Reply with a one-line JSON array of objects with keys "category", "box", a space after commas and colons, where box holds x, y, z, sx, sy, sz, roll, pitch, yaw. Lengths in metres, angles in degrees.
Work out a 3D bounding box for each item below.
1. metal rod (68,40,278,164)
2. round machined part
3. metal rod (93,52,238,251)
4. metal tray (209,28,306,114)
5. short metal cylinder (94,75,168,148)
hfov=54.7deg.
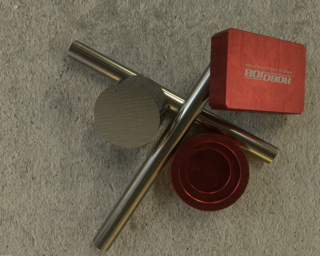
[{"category": "metal rod", "box": [0.017, -0.034, 0.412, 0.301, 0.025, 0.025, 28, 90, 0]}, {"category": "round machined part", "box": [0.062, 0.055, 0.403, 0.099, 0.042, 0.097, 0, 90, 0]}, {"category": "metal rod", "box": [0.004, 0.030, 0.394, 0.025, 0.025, 0.299, 33, 96, 0]}, {"category": "metal tray", "box": [0.123, -0.064, 0.381, 0.131, 0.030, 0.089, 2, 90, -28]}, {"category": "short metal cylinder", "box": [-0.034, -0.022, 0.385, 0.080, 0.050, 0.079, 4, 111, 11]}]
